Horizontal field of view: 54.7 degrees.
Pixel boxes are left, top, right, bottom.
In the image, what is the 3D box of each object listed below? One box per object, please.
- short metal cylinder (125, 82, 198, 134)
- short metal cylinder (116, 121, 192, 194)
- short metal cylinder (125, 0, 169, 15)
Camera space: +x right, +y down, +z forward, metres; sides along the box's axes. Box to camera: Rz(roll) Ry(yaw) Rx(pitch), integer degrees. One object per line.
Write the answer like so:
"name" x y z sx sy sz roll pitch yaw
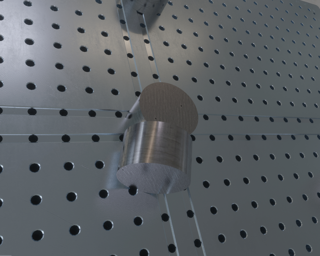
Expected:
"short metal cylinder" 0.002 -0.012 0.400 0.081 0.050 0.080 14 56 -21
"short metal cylinder" -0.005 0.035 0.348 0.081 0.080 0.050 18 55 -18
"short metal cylinder" -0.019 -0.241 0.529 0.081 0.050 0.080 14 56 -21
